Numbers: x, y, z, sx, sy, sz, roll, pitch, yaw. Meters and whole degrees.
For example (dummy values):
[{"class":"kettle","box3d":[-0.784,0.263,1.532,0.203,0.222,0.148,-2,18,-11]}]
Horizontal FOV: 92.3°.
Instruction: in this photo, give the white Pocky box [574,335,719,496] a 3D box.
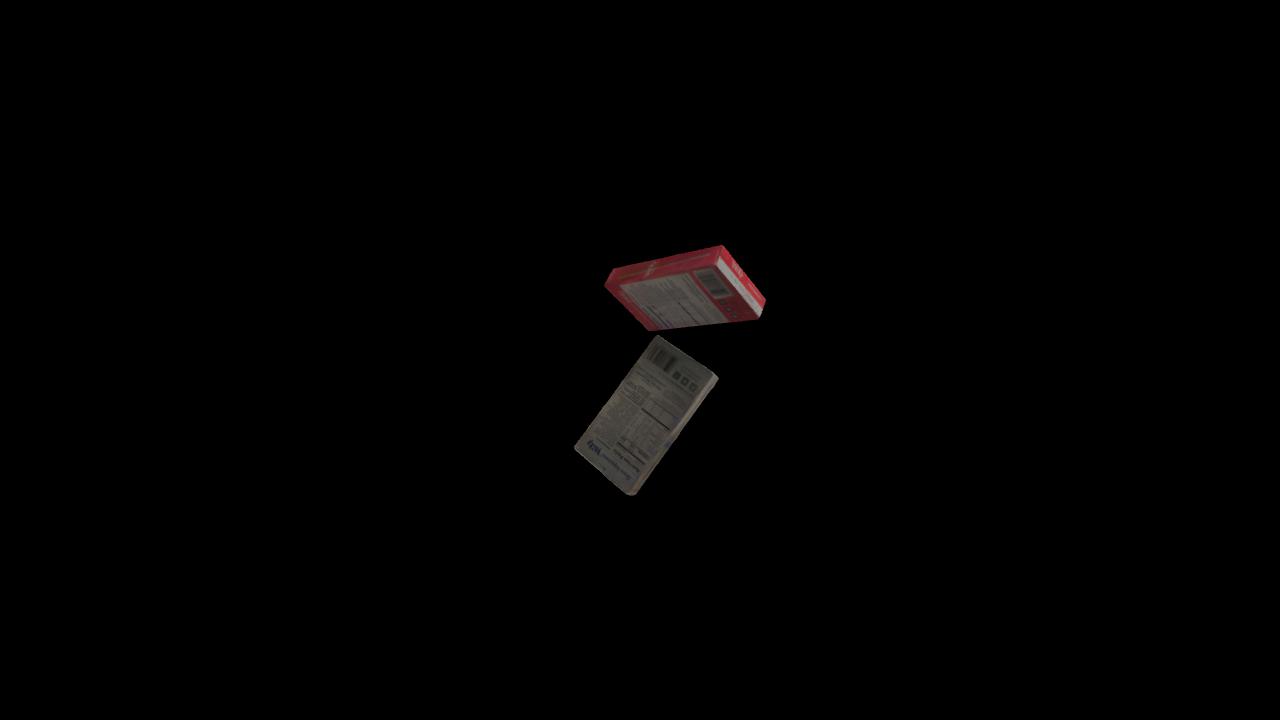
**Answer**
[{"class":"white Pocky box","box3d":[0.006,0.057,0.652,0.084,0.154,0.028,36,0,26]}]

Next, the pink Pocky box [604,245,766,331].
[{"class":"pink Pocky box","box3d":[0.043,-0.070,0.635,0.155,0.029,0.084,-4,-38,46]}]
